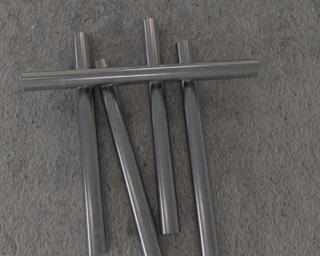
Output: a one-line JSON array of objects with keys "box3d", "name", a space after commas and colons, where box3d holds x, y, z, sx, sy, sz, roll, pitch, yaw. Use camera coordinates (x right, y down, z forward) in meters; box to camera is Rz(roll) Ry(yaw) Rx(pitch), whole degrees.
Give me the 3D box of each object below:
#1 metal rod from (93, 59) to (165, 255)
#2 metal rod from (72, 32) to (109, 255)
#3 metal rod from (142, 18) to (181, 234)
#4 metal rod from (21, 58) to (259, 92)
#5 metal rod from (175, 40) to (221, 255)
[{"box3d": [-0.040, 0.044, 0.391, 0.025, 0.025, 0.299, -16, 71, -6], "name": "metal rod"}, {"box3d": [-0.093, 0.006, 0.405, 0.025, 0.025, 0.299, -8, 70, -3], "name": "metal rod"}, {"box3d": [-0.001, -0.016, 0.413, 0.025, 0.025, 0.299, -5, 70, -2], "name": "metal rod"}, {"box3d": [-0.023, -0.069, 0.405, 0.302, 0.025, 0.025, -4, 70, -2], "name": "metal rod"}, {"box3d": [0.046, 0.019, 0.401, 0.025, 0.025, 0.299, -4, 70, -2], "name": "metal rod"}]
